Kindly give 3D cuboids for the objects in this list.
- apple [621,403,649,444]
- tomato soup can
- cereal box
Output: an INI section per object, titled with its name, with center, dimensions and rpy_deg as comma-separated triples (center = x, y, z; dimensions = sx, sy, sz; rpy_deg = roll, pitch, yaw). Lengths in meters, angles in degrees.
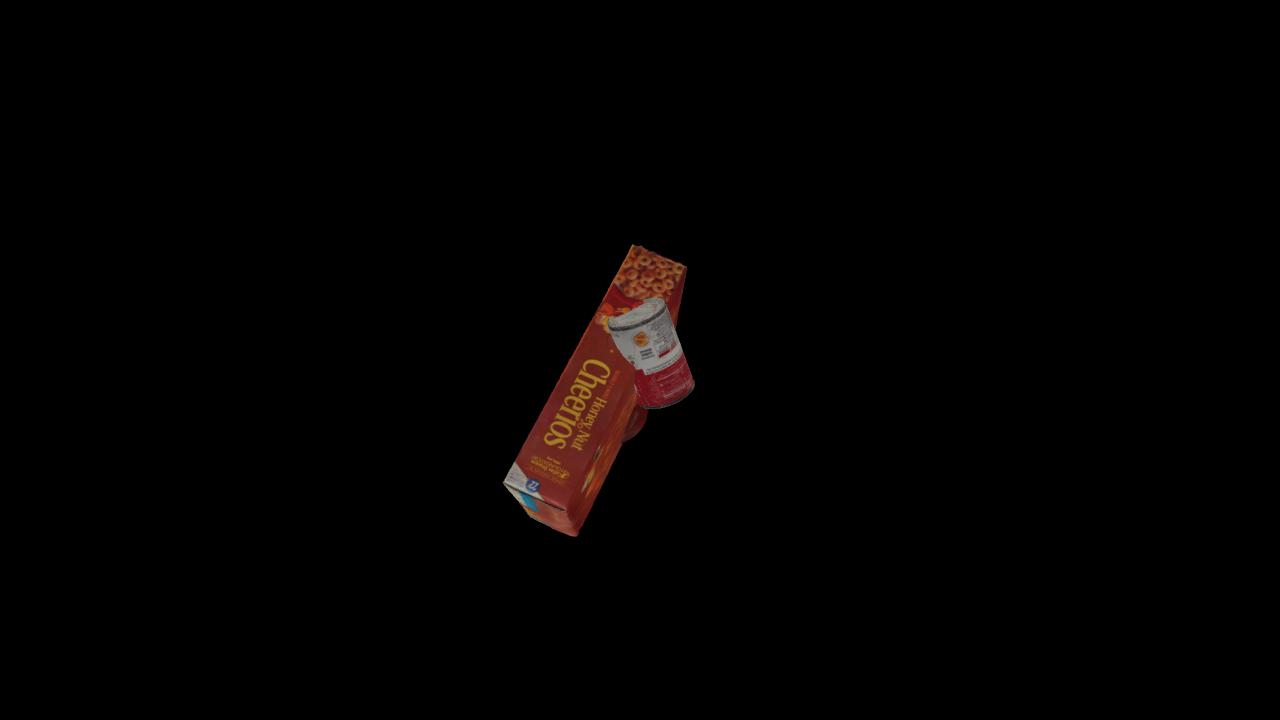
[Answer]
[apple]
center = -0.030, 0.063, 0.751
dimensions = 0.079, 0.079, 0.093
rpy_deg = 0, -33, -42
[tomato soup can]
center = 0.012, -0.007, 0.658
dimensions = 0.068, 0.101, 0.068
rpy_deg = -18, 24, 8
[cereal box]
center = -0.044, 0.045, 0.725
dimensions = 0.081, 0.306, 0.203
rpy_deg = 24, -21, 8
